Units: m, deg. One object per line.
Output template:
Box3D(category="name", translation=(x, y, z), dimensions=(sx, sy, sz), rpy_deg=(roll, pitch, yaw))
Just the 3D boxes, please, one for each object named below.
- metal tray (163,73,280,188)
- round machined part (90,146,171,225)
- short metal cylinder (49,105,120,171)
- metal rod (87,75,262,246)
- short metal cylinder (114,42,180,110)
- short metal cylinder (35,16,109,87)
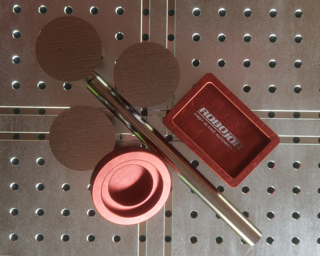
Box3D(category="metal tray", translation=(0.079, 0.003, 0.410), dimensions=(0.130, 0.030, 0.090), rpy_deg=(44, 90, 0))
Box3D(category="round machined part", translation=(-0.039, 0.069, 0.394), dimensions=(0.099, 0.042, 0.097), rpy_deg=(-5, 107, -18))
Box3D(category="short metal cylinder", translation=(-0.094, 0.012, 0.400), dimensions=(0.081, 0.050, 0.080), rpy_deg=(0, 90, 0))
Box3D(category="metal rod", translation=(0.019, 0.043, 0.414), dimensions=(0.300, 0.025, 0.025), rpy_deg=(44, 90, 0))
Box3D(category="short metal cylinder", translation=(-0.016, -0.065, 0.400), dimensions=(0.081, 0.050, 0.080), rpy_deg=(0, 90, 0))
Box3D(category="short metal cylinder", translation=(-0.110, -0.096, 0.400), dimensions=(0.081, 0.050, 0.080), rpy_deg=(0, 90, 0))
